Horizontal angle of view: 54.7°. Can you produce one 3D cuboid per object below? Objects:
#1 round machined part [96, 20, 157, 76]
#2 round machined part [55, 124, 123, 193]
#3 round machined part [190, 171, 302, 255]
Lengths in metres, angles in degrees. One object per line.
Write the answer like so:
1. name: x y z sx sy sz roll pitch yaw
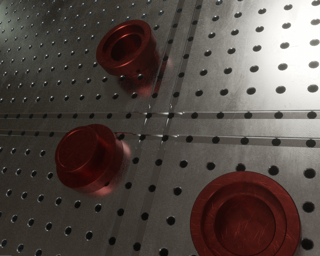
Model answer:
1. round machined part: -0.049 -0.123 0.497 0.098 0.042 0.098 -13 56 20
2. round machined part: -0.104 0.036 0.428 0.098 0.042 0.098 -13 56 20
3. round machined part: 0.082 0.094 0.296 0.098 0.042 0.098 -13 56 20
